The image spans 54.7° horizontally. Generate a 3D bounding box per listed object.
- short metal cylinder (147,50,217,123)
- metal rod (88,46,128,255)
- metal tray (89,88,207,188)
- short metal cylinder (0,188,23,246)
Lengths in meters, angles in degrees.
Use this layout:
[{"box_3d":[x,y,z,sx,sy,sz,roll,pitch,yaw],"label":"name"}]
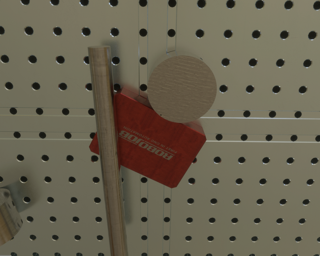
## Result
[{"box_3d":[0.025,-0.052,0.381,0.081,0.050,0.079,0,110,0],"label":"short metal cylinder"},{"box_3d":[-0.063,0.049,0.398,0.025,0.025,0.298,-2,110,0],"label":"metal rod"},{"box_3d":[-0.016,0.015,0.416,0.131,0.030,0.089,26,108,-10],"label":"metal tray"},{"box_3d":[-0.241,0.127,0.429,0.080,0.080,0.050,-11,110,4],"label":"short metal cylinder"}]
